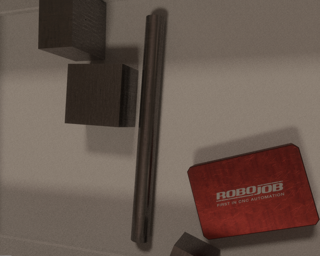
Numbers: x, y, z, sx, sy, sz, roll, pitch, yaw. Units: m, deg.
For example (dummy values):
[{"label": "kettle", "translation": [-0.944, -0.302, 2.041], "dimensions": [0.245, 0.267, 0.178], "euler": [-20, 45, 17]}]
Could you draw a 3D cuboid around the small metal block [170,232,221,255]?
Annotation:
[{"label": "small metal block", "translation": [0.043, 0.159, 0.382], "dimensions": [0.050, 0.050, 0.025], "euler": [22, 98, 18]}]

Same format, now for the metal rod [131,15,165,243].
[{"label": "metal rod", "translation": [-0.016, 0.002, 0.415], "dimensions": [0.025, 0.025, 0.298], "euler": [5, 91, 19]}]

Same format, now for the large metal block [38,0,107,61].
[{"label": "large metal block", "translation": [-0.116, -0.139, 0.421], "dimensions": [0.050, 0.080, 0.079], "euler": [2, 91, 20]}]

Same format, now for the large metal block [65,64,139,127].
[{"label": "large metal block", "translation": [-0.079, -0.043, 0.424], "dimensions": [0.080, 0.050, 0.079], "euler": [4, 91, 19]}]

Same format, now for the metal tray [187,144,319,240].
[{"label": "metal tray", "translation": [0.107, 0.076, 0.370], "dimensions": [0.130, 0.030, 0.090], "euler": [-15, 85, 19]}]
